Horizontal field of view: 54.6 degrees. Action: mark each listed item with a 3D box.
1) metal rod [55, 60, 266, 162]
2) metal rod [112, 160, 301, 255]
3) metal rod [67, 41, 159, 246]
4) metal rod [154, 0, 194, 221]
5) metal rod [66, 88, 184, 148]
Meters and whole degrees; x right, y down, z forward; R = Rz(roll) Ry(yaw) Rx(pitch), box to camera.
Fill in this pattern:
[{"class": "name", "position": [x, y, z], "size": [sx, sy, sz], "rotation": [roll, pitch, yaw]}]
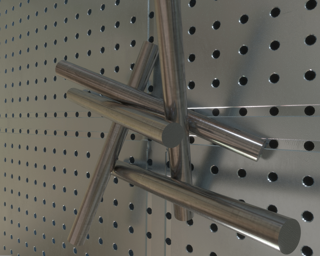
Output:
[{"class": "metal rod", "position": [-0.018, -0.031, 0.387], "size": [0.300, 0.025, 0.025], "rotation": [24, 106, 25]}, {"class": "metal rod", "position": [0.011, 0.067, 0.342], "size": [0.299, 0.025, 0.025], "rotation": [6, 94, 58]}, {"class": "metal rod", "position": [-0.066, 0.025, 0.434], "size": [0.025, 0.025, 0.299], "rotation": [26, 97, 37]}, {"class": "metal rod", "position": [0.016, -0.028, 0.328], "size": [0.025, 0.025, 0.298], "rotation": [15, 121, 39]}, {"class": "metal rod", "position": [-0.069, -0.025, 0.414], "size": [0.300, 0.025, 0.025], "rotation": [22, 104, 55]}]
